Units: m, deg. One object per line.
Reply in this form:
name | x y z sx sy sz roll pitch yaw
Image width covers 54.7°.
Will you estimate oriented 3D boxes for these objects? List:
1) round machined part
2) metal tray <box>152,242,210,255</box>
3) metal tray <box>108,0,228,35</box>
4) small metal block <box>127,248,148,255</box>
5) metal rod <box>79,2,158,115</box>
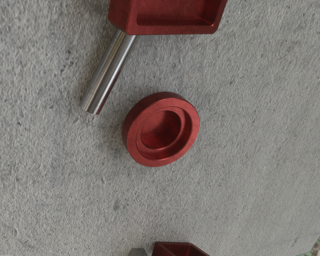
round machined part | -0.002 -0.002 0.395 0.099 0.042 0.097 -14 125 -21
metal tray | 0.057 0.233 0.515 0.091 0.130 0.030 17 89 -36
metal tray | 0.018 -0.139 0.298 0.131 0.030 0.089 -16 134 -41
small metal block | -0.038 0.240 0.520 0.025 0.050 0.050 17 110 -35
metal rod | -0.007 -0.146 0.313 0.025 0.025 0.298 20 108 -36
